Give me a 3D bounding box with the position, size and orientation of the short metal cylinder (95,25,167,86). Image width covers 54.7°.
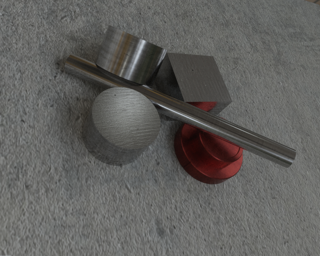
[{"bbox_3d":[-0.037,-0.094,0.402,0.080,0.050,0.080,22,14,-6],"label":"short metal cylinder"}]

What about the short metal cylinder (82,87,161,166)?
[{"bbox_3d":[-0.046,-0.001,0.366,0.081,0.050,0.080,14,56,-21],"label":"short metal cylinder"}]

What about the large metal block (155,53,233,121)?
[{"bbox_3d":[0.045,-0.058,0.446,0.081,0.050,0.080,-3,63,-30],"label":"large metal block"}]

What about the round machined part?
[{"bbox_3d":[0.072,0.023,0.418,0.099,0.042,0.098,14,56,-21],"label":"round machined part"}]

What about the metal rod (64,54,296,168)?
[{"bbox_3d":[0.023,-0.023,0.388,0.301,0.025,0.025,24,52,3],"label":"metal rod"}]
